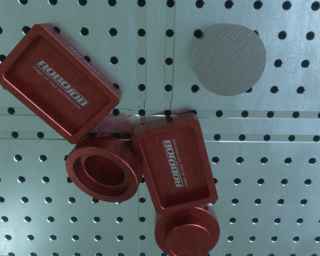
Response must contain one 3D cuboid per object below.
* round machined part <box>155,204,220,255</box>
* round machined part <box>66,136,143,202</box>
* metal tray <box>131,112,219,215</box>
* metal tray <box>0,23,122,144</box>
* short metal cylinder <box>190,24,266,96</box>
[{"bbox_3d":[0.041,0.159,0.464,0.099,0.042,0.097,0,110,-1],"label":"round machined part"},{"bbox_3d":[-0.070,0.050,0.410,0.098,0.042,0.097,9,128,12],"label":"round machined part"},{"bbox_3d":[0.022,0.051,0.429,0.090,0.030,0.129,-15,110,5],"label":"metal tray"},{"bbox_3d":[-0.125,-0.053,0.389,0.090,0.030,0.130,-43,105,13],"label":"metal tray"},{"bbox_3d":[0.079,-0.083,0.371,0.081,0.050,0.079,0,110,-1],"label":"short metal cylinder"}]
